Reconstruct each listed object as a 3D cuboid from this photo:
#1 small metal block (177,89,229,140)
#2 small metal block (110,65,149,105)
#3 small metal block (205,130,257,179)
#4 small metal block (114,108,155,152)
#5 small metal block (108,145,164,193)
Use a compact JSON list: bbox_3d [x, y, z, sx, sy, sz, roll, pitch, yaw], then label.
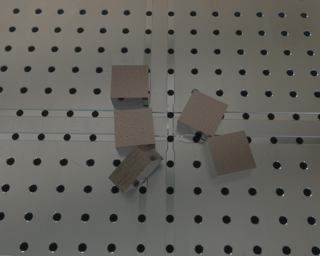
[{"bbox_3d":[0.057,-0.016,0.418,0.050,0.025,0.050,26,72,9],"label":"small metal block"},{"bbox_3d":[-0.041,-0.060,0.433,0.050,0.025,0.050,0,70,0],"label":"small metal block"},{"bbox_3d":[0.089,0.035,0.400,0.050,0.025,0.050,-11,71,-4],"label":"small metal block"},{"bbox_3d":[-0.033,0.003,0.411,0.050,0.025,0.050,-5,70,-2],"label":"small metal block"},{"bbox_3d":[-0.027,0.048,0.373,0.025,0.050,0.050,43,99,14],"label":"small metal block"}]
